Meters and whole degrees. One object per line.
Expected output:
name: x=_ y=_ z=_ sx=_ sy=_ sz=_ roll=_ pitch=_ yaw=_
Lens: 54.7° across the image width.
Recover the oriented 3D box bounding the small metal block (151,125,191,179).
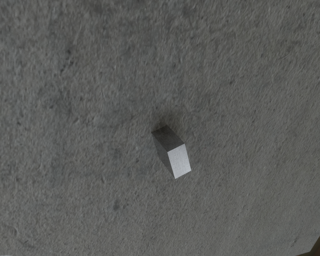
small metal block: x=0.015 y=0.032 z=0.420 sx=0.025 sy=0.050 sz=0.050 roll=-26 pitch=128 yaw=-13
